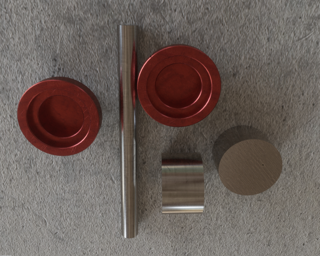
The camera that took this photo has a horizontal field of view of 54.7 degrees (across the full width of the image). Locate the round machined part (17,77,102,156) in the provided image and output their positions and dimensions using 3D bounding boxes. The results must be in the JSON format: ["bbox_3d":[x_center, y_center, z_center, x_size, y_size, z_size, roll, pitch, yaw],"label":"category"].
[{"bbox_3d":[-0.123,-0.017,0.393,0.099,0.042,0.097,0,110,-1],"label":"round machined part"}]

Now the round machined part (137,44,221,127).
[{"bbox_3d":[0.022,-0.054,0.381,0.099,0.042,0.097,0,110,-1],"label":"round machined part"}]

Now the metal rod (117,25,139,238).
[{"bbox_3d":[-0.042,0.019,0.416,0.025,0.025,0.298,1,110,-1],"label":"metal rod"}]

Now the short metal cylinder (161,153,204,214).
[{"bbox_3d":[0.028,0.072,0.408,0.050,0.080,0.079,-1,110,0],"label":"short metal cylinder"}]

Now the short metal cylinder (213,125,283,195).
[{"bbox_3d":[0.114,0.042,0.414,0.081,0.050,0.079,0,110,-1],"label":"short metal cylinder"}]
